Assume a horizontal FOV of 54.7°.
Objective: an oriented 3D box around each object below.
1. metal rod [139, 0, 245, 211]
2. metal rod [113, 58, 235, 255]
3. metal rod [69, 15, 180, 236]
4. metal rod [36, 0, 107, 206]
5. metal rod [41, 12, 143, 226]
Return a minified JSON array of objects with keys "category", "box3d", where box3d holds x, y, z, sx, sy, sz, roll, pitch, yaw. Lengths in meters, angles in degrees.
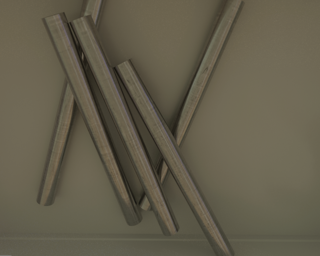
[{"category":"metal rod","box3d":[0.033,-0.018,0.404,0.025,0.025,0.298,20,109,-7]},{"category":"metal rod","box3d":[0.024,0.051,0.400,0.025,0.025,0.299,-26,104,9]},{"category":"metal rod","box3d":[-0.036,0.012,0.387,0.025,0.025,0.299,-19,109,7]},{"category":"metal rod","box3d":[-0.118,-0.028,0.399,0.025,0.025,0.298,18,109,-7]},{"category":"metal rod","box3d":[-0.076,0.008,0.396,0.025,0.025,0.298,-14,116,5]}]
